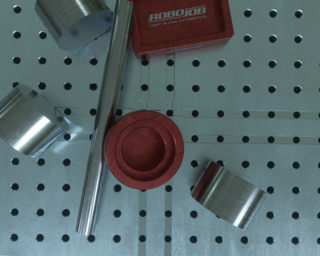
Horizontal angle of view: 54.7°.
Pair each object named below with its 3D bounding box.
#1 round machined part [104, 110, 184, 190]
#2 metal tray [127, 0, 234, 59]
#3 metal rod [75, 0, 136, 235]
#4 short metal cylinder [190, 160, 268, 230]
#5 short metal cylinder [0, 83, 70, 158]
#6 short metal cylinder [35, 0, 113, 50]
[{"bbox_3d":[-0.022,0.026,0.396,0.099,0.042,0.097,-1,94,-17],"label":"round machined part"},{"bbox_3d":[0.024,-0.149,0.410,0.131,0.030,0.089,-10,90,0],"label":"metal tray"},{"bbox_3d":[-0.071,-0.008,0.397,0.025,0.025,0.298,11,96,0],"label":"metal rod"},{"bbox_3d":[0.085,0.082,0.386,0.080,0.080,0.050,30,90,0],"label":"short metal cylinder"},{"bbox_3d":[-0.161,-0.009,0.384,0.050,0.080,0.080,-44,90,0],"label":"short metal cylinder"},{"bbox_3d":[-0.104,-0.141,0.385,0.080,0.080,0.050,-33,90,0],"label":"short metal cylinder"}]
